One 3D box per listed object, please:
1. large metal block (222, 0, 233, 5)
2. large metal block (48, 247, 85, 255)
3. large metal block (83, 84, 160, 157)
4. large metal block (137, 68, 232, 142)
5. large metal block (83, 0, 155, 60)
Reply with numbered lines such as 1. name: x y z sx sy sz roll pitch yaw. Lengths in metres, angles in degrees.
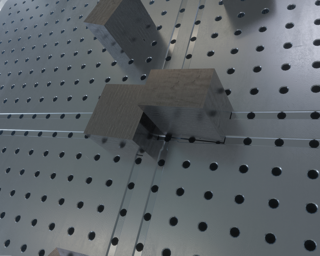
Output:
1. large metal block: 0.116 -0.249 0.466 0.080 0.080 0.050 -22 54 15
2. large metal block: -0.109 0.192 0.333 0.080 0.050 0.080 -44 51 -3
3. large metal block: -0.044 -0.012 0.424 0.080 0.050 0.080 6 65 31
4. large metal block: 0.033 -0.026 0.373 0.080 0.080 0.050 5 65 31
5. large metal block: -0.065 -0.174 0.515 0.050 0.080 0.080 22 73 36
